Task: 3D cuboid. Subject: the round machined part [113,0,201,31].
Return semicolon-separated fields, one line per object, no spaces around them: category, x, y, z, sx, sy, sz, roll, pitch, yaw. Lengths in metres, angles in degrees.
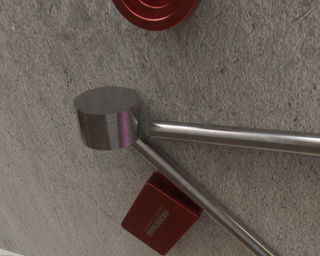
round machined part;-0.001;-0.149;0.304;0.098;0.042;0.097;13;124;21

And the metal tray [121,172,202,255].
metal tray;0.000;0.139;0.489;0.090;0.030;0.129;33;129;6

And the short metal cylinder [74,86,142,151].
short metal cylinder;-0.065;-0.015;0.397;0.080;0.080;0.050;12;124;21

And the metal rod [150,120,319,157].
metal rod;0.128;0.014;0.348;0.301;0.025;0.025;5;121;25

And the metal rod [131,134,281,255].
metal rod;0.064;0.102;0.436;0.300;0.025;0.025;41;129;-1
